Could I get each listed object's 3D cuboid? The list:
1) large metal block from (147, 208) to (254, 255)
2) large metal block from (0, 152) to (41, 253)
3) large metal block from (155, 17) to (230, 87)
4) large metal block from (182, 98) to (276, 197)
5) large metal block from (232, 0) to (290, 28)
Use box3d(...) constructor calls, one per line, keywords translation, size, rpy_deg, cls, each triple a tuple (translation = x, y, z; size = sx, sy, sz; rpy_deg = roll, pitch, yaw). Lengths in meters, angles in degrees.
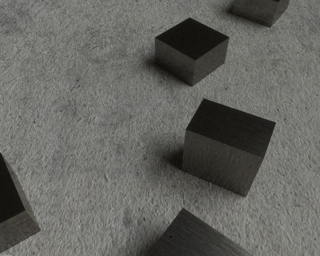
box3d(translation=(0.030, 0.134, 0.275), size=(0.080, 0.050, 0.080), rpy_deg=(30, 56, 23), cls="large metal block")
box3d(translation=(-0.181, 0.084, 0.315), size=(0.081, 0.050, 0.080), rpy_deg=(-27, 55, -21), cls="large metal block")
box3d(translation=(0.049, -0.122, 0.490), size=(0.080, 0.050, 0.080), rpy_deg=(37, 59, 27), cls="large metal block")
box3d(translation=(0.073, 0.023, 0.348), size=(0.080, 0.080, 0.050), rpy_deg=(21, 53, 16), cls="large metal block")
box3d(translation=(0.198, -0.246, 0.595), size=(0.080, 0.050, 0.080), rpy_deg=(29, 56, 22), cls="large metal block")
